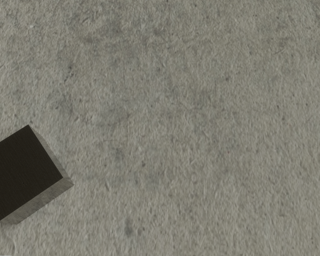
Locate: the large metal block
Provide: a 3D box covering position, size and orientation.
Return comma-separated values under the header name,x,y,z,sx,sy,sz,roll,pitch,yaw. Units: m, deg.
name,x,y,z,sx,sy,sz,roll,pitch,yaw
large metal block,-0.165,0.056,0.372,0.080,0.050,0.080,-35,74,-12
